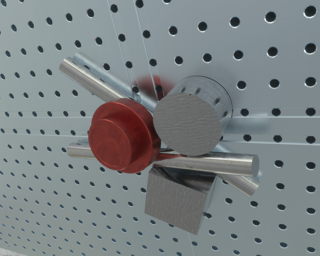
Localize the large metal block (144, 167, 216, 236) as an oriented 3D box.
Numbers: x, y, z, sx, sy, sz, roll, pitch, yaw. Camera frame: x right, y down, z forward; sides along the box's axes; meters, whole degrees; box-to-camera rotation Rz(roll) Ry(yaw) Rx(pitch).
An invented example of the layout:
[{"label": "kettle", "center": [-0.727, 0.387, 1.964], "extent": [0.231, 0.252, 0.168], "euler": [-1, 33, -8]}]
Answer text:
[{"label": "large metal block", "center": [0.028, 0.090, 0.432], "extent": [0.080, 0.050, 0.079], "euler": [18, 126, 17]}]

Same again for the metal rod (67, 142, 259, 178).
[{"label": "metal rod", "center": [-0.020, 0.038, 0.420], "extent": [0.300, 0.025, 0.025], "euler": [1, 119, 35]}]

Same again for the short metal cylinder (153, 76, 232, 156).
[{"label": "short metal cylinder", "center": [0.039, -0.014, 0.363], "extent": [0.080, 0.050, 0.079], "euler": [13, 124, 20]}]

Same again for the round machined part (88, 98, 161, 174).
[{"label": "round machined part", "center": [-0.051, 0.015, 0.391], "extent": [0.098, 0.042, 0.097], "euler": [14, 117, 29]}]

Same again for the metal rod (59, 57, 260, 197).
[{"label": "metal rod", "center": [-0.005, -0.005, 0.410], "extent": [0.301, 0.025, 0.025], "euler": [33, 129, 5]}]
